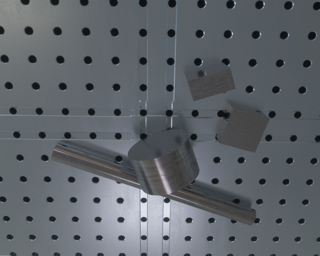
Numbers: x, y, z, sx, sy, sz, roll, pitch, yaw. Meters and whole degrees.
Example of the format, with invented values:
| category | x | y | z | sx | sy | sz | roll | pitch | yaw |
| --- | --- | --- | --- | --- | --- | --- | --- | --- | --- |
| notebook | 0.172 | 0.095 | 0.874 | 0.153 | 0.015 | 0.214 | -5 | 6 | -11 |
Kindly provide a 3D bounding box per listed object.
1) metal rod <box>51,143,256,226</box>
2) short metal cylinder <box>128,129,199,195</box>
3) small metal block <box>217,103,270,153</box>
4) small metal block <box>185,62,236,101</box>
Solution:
| category | x | y | z | sx | sy | sz | roll | pitch | yaw |
| --- | --- | --- | --- | --- | --- | --- | --- | --- | --- |
| metal rod | -0.003 | 0.083 | 0.443 | 0.302 | 0.025 | 0.025 | 20 | 109 | -8 |
| short metal cylinder | 0.005 | 0.042 | 0.400 | 0.080 | 0.080 | 0.050 | -17 | 109 | 6 |
| small metal block | 0.110 | 0.000 | 0.415 | 0.050 | 0.025 | 0.050 | 15 | 109 | -6 |
| small metal block | 0.059 | -0.058 | 0.379 | 0.050 | 0.050 | 0.025 | -16 | 109 | 6 |
